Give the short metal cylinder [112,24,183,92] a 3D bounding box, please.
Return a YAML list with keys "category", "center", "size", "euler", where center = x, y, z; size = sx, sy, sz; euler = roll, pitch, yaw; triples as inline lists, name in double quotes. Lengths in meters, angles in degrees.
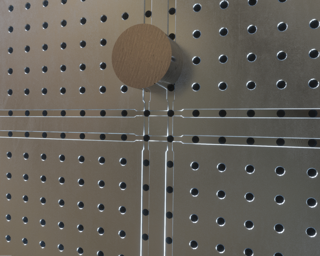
- category: "short metal cylinder"
  center: [-0.015, -0.089, 0.405]
  size: [0.080, 0.050, 0.080]
  euler: [0, 90, 20]
